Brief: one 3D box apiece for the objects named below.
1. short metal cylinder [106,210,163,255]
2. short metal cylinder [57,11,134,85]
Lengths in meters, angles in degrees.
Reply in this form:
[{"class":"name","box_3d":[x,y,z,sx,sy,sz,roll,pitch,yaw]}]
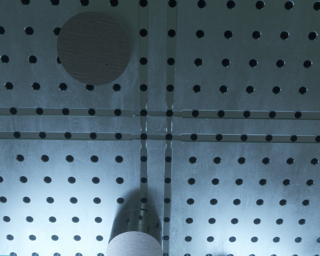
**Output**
[{"class":"short metal cylinder","box_3d":[-0.036,0.171,0.463,0.081,0.050,0.079,0,110,0]},{"class":"short metal cylinder","box_3d":[-0.073,-0.095,0.364,0.081,0.050,0.079,0,110,0]}]
